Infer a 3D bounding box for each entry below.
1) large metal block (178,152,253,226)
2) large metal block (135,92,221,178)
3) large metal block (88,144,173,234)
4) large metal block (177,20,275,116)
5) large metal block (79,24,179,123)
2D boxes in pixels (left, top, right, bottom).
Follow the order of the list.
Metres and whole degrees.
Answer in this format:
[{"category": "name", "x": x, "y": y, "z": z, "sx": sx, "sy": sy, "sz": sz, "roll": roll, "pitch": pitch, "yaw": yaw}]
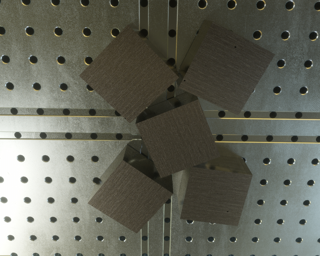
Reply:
[{"category": "large metal block", "x": 0.073, "y": 0.083, "z": 0.431, "sx": 0.080, "sy": 0.050, "sz": 0.079, "roll": 8, "pitch": 110, "yaw": -4}, {"category": "large metal block", "x": 0.023, "y": 0.007, "z": 0.402, "sx": 0.080, "sy": 0.050, "sz": 0.080, "roll": -21, "pitch": 109, "yaw": 7}, {"category": "large metal block", "x": -0.039, "y": 0.084, "z": 0.429, "sx": 0.080, "sy": 0.050, "sz": 0.080, "roll": 36, "pitch": 106, "yaw": -12}, {"category": "large metal block", "x": 0.074, "y": -0.073, "z": 0.372, "sx": 0.080, "sy": 0.050, "sz": 0.080, "roll": 23, "pitch": 108, "yaw": -12}, {"category": "large metal block", "x": -0.035, "y": -0.067, "z": 0.375, "sx": 0.080, "sy": 0.050, "sz": 0.080, "roll": -42, "pitch": 104, "yaw": 14}]
